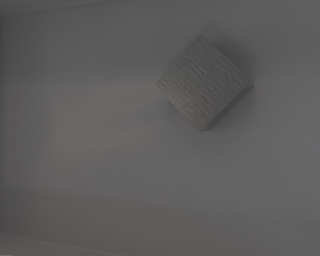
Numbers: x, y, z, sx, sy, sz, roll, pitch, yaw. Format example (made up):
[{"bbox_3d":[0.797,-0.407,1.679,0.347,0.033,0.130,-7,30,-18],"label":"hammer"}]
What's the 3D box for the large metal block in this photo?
[{"bbox_3d":[0.055,-0.052,0.378,0.080,0.050,0.080,-46,76,14],"label":"large metal block"}]
